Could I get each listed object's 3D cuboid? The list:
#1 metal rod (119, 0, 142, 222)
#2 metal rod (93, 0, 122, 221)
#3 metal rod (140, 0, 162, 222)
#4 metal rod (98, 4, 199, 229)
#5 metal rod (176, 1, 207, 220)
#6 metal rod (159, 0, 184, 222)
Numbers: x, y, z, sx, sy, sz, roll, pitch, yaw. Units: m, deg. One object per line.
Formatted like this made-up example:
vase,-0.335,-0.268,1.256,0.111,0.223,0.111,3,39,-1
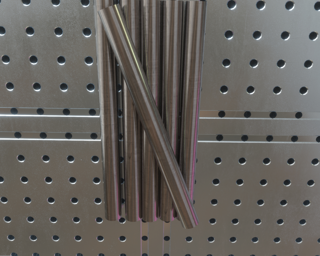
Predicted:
metal rod,-0.037,-0.008,0.409,0.025,0.025,0.298,1,110,0
metal rod,-0.067,-0.010,0.408,0.025,0.025,0.298,1,110,0
metal rod,-0.013,-0.008,0.409,0.025,0.025,0.298,1,110,0
metal rod,-0.007,0.001,0.387,0.025,0.025,0.299,-18,109,6
metal rod,0.039,-0.007,0.411,0.025,0.025,0.298,1,110,-1
metal rod,0.013,-0.008,0.411,0.025,0.025,0.298,1,110,0
